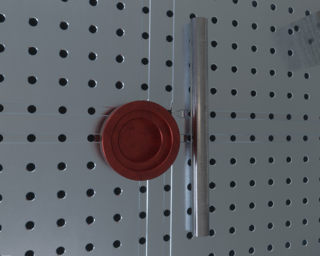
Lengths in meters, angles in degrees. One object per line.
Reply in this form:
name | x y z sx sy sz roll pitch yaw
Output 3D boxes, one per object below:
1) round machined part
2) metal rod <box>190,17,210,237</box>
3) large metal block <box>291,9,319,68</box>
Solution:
round machined part | -0.027 0.015 0.393 0.099 0.042 0.097 0 90 -20
metal rod | 0.055 -0.001 0.432 0.025 0.025 0.298 -1 90 -20
large metal block | 0.274 -0.155 0.500 0.080 0.050 0.080 -30 100 -18
